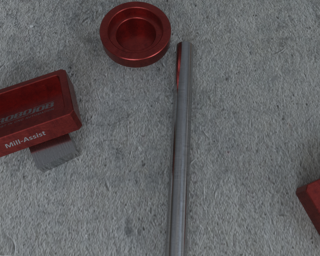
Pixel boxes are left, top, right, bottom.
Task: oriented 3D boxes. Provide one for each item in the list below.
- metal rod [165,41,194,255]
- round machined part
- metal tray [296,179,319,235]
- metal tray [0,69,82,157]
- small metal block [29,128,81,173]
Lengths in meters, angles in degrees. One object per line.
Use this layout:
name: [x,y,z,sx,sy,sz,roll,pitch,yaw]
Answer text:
metal rod: [0.027,0.021,0.400,0.025,0.025,0.299,4,70,1]
round machined part: [-0.034,-0.129,0.446,0.099,0.042,0.098,0,70,-1]
metal tray: [0.248,0.089,0.376,0.131,0.030,0.090,-22,72,-8]
metal tray: [-0.172,-0.018,0.390,0.131,0.030,0.090,-20,50,-5]
small metal block: [-0.138,0.022,0.398,0.050,0.025,0.050,-26,72,-10]
